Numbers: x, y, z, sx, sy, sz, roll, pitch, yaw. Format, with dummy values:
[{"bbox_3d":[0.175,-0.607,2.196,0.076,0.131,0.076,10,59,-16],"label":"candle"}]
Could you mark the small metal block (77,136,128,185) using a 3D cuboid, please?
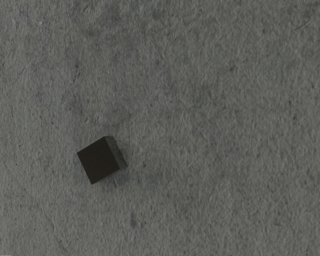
[{"bbox_3d":[-0.081,0.045,0.436,0.050,0.025,0.050,-30,80,17],"label":"small metal block"}]
